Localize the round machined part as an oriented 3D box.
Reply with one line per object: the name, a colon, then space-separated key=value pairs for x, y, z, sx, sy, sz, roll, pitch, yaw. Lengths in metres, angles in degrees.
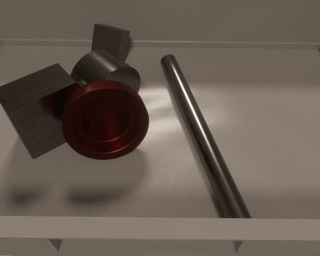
round machined part: x=-0.065 y=-0.013 z=0.371 sx=0.099 sy=0.097 sz=0.042 roll=-12 pitch=35 yaw=-10

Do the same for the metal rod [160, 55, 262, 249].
metal rod: x=0.051 y=0.004 z=0.402 sx=0.025 sy=0.025 sz=0.300 roll=-11 pitch=51 yaw=-10

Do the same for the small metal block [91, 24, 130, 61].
small metal block: x=-0.080 y=-0.136 z=0.499 sx=0.050 sy=0.050 sz=0.025 roll=19 pitch=24 yaw=15

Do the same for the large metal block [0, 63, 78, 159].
large metal block: x=-0.142 y=-0.021 z=0.383 sx=0.081 sy=0.080 sz=0.050 roll=-30 pitch=53 yaw=-23

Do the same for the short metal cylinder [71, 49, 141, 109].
short metal cylinder: x=-0.073 y=-0.058 z=0.417 sx=0.080 sy=0.080 sz=0.050 roll=-37 pitch=59 yaw=-27
